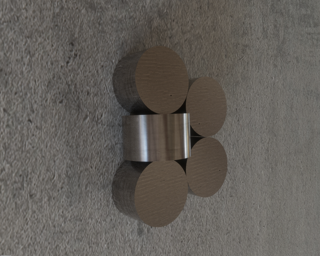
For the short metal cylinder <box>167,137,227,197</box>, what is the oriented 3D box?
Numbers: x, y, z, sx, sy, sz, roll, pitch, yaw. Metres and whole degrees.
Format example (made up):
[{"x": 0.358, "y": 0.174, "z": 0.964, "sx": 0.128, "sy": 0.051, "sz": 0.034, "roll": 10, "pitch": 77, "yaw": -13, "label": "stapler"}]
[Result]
[{"x": 0.048, "y": 0.052, "z": 0.429, "sx": 0.081, "sy": 0.050, "sz": 0.079, "roll": -1, "pitch": 91, "yaw": -39, "label": "short metal cylinder"}]

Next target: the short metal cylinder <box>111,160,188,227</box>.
[{"x": -0.012, "y": 0.075, "z": 0.380, "sx": 0.081, "sy": 0.050, "sz": 0.080, "roll": -1, "pitch": 91, "yaw": -39, "label": "short metal cylinder"}]

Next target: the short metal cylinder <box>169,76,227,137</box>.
[{"x": 0.047, "y": -0.028, "z": 0.428, "sx": 0.081, "sy": 0.050, "sz": 0.079, "roll": -1, "pitch": 91, "yaw": -40, "label": "short metal cylinder"}]

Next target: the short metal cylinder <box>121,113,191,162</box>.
[{"x": -0.004, "y": 0.009, "z": 0.367, "sx": 0.081, "sy": 0.080, "sz": 0.050, "roll": -4, "pitch": 93, "yaw": -40, "label": "short metal cylinder"}]

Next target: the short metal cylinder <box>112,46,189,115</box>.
[{"x": -0.011, "y": -0.056, "z": 0.380, "sx": 0.081, "sy": 0.050, "sz": 0.080, "roll": -1, "pitch": 91, "yaw": -39, "label": "short metal cylinder"}]
